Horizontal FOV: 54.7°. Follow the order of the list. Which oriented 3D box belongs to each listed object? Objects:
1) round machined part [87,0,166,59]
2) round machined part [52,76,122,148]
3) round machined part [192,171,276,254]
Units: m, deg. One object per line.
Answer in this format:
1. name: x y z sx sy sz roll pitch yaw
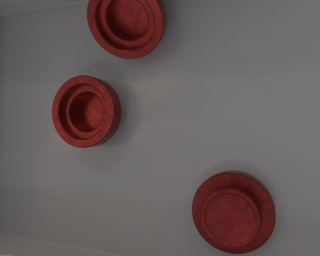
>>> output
1. round machined part: -0.040 -0.143 0.400 0.098 0.042 0.097 7 126 9
2. round machined part: -0.098 -0.022 0.436 0.098 0.042 0.097 0 90 20
3. round machined part: 0.086 0.103 0.371 0.098 0.042 0.097 0 90 20
